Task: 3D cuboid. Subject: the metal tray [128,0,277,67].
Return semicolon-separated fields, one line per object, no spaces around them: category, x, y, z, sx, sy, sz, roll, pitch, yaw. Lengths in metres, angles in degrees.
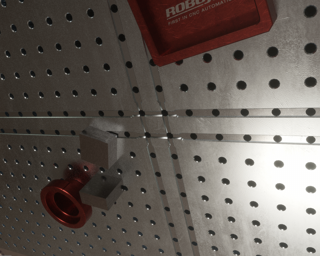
metal tray;0.038;-0.123;0.310;0.130;0.030;0.090;-11;113;32

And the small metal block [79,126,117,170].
small metal block;-0.095;0.030;0.478;0.050;0.025;0.050;17;125;17

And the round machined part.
round machined part;-0.165;0.132;0.566;0.098;0.042;0.097;13;124;20

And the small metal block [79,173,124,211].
small metal block;-0.094;0.103;0.506;0.050;0.050;0.025;9;122;23
